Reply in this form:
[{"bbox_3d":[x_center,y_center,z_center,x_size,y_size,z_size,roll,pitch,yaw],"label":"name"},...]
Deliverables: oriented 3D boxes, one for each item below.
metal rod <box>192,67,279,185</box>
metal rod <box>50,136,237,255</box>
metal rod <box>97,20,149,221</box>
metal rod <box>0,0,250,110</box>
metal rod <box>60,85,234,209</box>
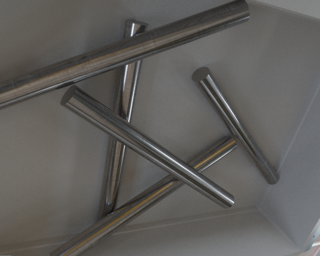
[{"bbox_3d":[0.133,0.014,0.492,0.025,0.025,0.300,-43,130,1],"label":"metal rod"},{"bbox_3d":[-0.011,0.096,0.440,0.302,0.025,0.025,-31,129,-18],"label":"metal rod"},{"bbox_3d":[-0.053,0.019,0.392,0.025,0.025,0.298,-2,120,-28],"label":"metal rod"},{"bbox_3d":[-0.052,-0.070,0.311,0.302,0.025,0.025,-21,127,-6],"label":"metal rod"},{"bbox_3d":[0.006,0.040,0.398,0.301,0.025,0.025,37,97,-35],"label":"metal rod"}]
